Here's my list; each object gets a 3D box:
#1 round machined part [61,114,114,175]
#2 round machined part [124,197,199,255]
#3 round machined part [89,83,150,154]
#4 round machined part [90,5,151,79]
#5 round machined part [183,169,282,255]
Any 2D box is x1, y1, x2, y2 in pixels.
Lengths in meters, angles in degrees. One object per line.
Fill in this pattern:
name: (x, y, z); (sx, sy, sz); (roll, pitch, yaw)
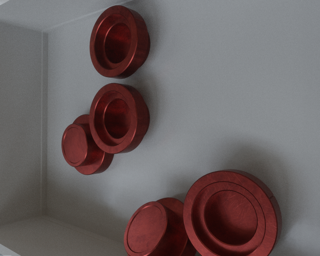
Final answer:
round machined part: (-0.121, 0.027, 0.496); (0.098, 0.042, 0.097); (0, 90, 40)
round machined part: (-0.005, 0.127, 0.368); (0.098, 0.042, 0.098); (-32, 35, 26)
round machined part: (-0.053, -0.013, 0.440); (0.098, 0.042, 0.097); (0, 90, 40)
round machined part: (-0.052, -0.118, 0.439); (0.098, 0.042, 0.097); (0, 90, 40)
round machined part: (0.077, 0.092, 0.326); (0.098, 0.042, 0.097); (-1, 87, 32)
